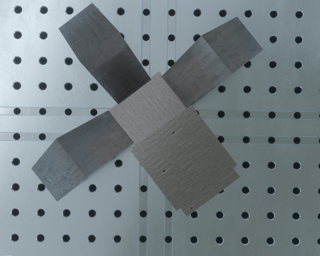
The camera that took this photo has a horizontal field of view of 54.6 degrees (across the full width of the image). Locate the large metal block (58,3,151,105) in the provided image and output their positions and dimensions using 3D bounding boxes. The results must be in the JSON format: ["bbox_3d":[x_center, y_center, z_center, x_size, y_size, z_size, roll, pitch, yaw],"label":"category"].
[{"bbox_3d":[-0.065,-0.088,0.370,0.050,0.080,0.080,-38,51,0],"label":"large metal block"}]

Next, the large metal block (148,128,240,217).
[{"bbox_3d":[0.041,0.052,0.400,0.080,0.050,0.080,-37,89,-1],"label":"large metal block"}]

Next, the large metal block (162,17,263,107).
[{"bbox_3d":[0.062,-0.077,0.371,0.050,0.080,0.080,52,50,0],"label":"large metal block"}]

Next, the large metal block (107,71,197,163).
[{"bbox_3d":[-0.008,-0.013,0.401,0.080,0.050,0.080,-38,90,0],"label":"large metal block"}]

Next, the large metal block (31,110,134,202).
[{"bbox_3d":[-0.092,0.033,0.370,0.050,0.080,0.080,52,132,1],"label":"large metal block"}]

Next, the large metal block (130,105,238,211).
[{"bbox_3d":[0.025,0.031,0.350,0.080,0.050,0.080,-37,91,-1],"label":"large metal block"}]
